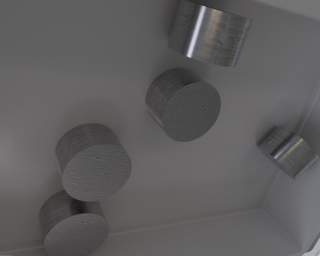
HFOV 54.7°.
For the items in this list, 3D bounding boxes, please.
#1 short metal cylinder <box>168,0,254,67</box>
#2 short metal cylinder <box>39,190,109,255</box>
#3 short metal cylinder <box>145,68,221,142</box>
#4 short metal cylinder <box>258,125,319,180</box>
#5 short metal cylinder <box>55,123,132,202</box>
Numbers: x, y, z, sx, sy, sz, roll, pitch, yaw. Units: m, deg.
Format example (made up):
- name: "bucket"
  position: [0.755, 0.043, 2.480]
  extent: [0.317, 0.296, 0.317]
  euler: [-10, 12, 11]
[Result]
- name: "short metal cylinder"
  position: [0.054, -0.104, 0.338]
  extent: [0.081, 0.080, 0.050]
  euler: [2, 118, -29]
- name: "short metal cylinder"
  position: [-0.114, 0.126, 0.408]
  extent: [0.081, 0.050, 0.079]
  euler: [-14, 124, -21]
- name: "short metal cylinder"
  position: [0.029, -0.029, 0.390]
  extent: [0.081, 0.050, 0.079]
  euler: [-14, 124, -21]
- name: "short metal cylinder"
  position: [0.210, 0.040, 0.512]
  extent: [0.050, 0.080, 0.080]
  euler: [-46, 129, 4]
- name: "short metal cylinder"
  position: [-0.081, 0.041, 0.374]
  extent: [0.081, 0.050, 0.079]
  euler: [-14, 124, -21]
